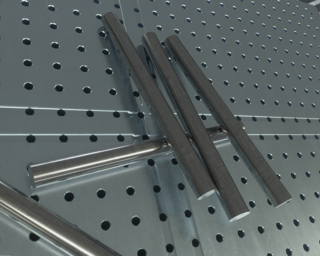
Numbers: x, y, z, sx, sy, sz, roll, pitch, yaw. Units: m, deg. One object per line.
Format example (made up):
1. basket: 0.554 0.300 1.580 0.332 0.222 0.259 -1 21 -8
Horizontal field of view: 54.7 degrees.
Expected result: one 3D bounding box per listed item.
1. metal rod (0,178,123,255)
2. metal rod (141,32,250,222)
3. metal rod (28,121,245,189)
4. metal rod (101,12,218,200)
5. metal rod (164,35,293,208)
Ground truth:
1. metal rod: -0.096 0.100 0.296 0.301 0.025 0.025 35 51 -6
2. metal rod: 0.035 -0.022 0.414 0.025 0.025 0.299 -4 55 -31
3. metal rod: -0.004 0.025 0.392 0.303 0.025 0.025 -11 68 -33
4. metal rod: -0.012 -0.046 0.408 0.025 0.025 0.299 -11 61 -33
5. metal rod: 0.084 -0.026 0.442 0.025 0.025 0.299 -11 59 -33
